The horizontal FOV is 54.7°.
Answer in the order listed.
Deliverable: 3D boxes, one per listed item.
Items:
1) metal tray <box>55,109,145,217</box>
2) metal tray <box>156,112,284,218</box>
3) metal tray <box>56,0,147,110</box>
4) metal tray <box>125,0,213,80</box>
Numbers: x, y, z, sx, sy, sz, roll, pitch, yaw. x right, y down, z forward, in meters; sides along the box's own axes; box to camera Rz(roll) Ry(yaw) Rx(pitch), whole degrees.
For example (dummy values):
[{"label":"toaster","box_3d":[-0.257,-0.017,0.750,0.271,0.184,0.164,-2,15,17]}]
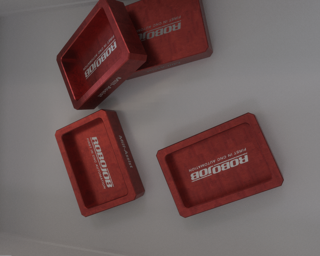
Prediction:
[{"label":"metal tray","box_3d":[-0.086,0.049,0.438,0.090,0.030,0.129,-23,82,18]},{"label":"metal tray","box_3d":[0.071,0.046,0.382,0.130,0.030,0.090,-24,82,18]},{"label":"metal tray","box_3d":[-0.082,-0.092,0.408,0.130,0.030,0.090,-34,72,38]},{"label":"metal tray","box_3d":[-0.004,-0.124,0.409,0.130,0.030,0.090,-12,86,19]}]
